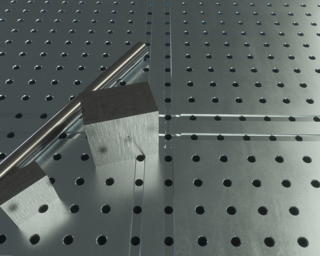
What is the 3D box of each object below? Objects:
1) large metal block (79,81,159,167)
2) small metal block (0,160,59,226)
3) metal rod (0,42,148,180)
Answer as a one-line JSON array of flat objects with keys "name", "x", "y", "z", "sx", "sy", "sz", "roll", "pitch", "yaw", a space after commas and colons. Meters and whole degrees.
[{"name": "large metal block", "x": -0.047, "y": -0.004, "z": 0.374, "sx": 0.081, "sy": 0.080, "sz": 0.050, "roll": -12, "pitch": 51, "yaw": -10}, {"name": "small metal block", "x": -0.143, "y": 0.070, "z": 0.331, "sx": 0.050, "sy": 0.050, "sz": 0.025, "roll": -35, "pitch": 59, "yaw": -26}, {"name": "metal rod", "x": -0.109, "y": -0.036, "z": 0.435, "sx": 0.025, "sy": 0.025, "sz": 0.301, "roll": 26, "pitch": 54, "yaw": 19}]
